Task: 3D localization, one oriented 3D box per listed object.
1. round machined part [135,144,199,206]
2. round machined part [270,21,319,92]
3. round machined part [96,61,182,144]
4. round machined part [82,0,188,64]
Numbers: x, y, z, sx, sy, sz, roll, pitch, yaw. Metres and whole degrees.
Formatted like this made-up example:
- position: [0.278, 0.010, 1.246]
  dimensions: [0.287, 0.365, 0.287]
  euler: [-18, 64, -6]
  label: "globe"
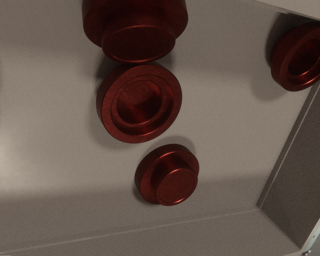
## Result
- position: [0.016, 0.075, 0.455]
  dimensions: [0.099, 0.042, 0.097]
  euler: [-14, 125, -21]
  label: "round machined part"
- position: [0.198, -0.104, 0.438]
  dimensions: [0.099, 0.042, 0.097]
  euler: [-15, 133, -16]
  label: "round machined part"
- position: [-0.027, -0.034, 0.363]
  dimensions: [0.099, 0.042, 0.097]
  euler: [-14, 125, -21]
  label: "round machined part"
- position: [-0.022, -0.094, 0.293]
  dimensions: [0.099, 0.042, 0.098]
  euler: [-7, 165, -2]
  label: "round machined part"
